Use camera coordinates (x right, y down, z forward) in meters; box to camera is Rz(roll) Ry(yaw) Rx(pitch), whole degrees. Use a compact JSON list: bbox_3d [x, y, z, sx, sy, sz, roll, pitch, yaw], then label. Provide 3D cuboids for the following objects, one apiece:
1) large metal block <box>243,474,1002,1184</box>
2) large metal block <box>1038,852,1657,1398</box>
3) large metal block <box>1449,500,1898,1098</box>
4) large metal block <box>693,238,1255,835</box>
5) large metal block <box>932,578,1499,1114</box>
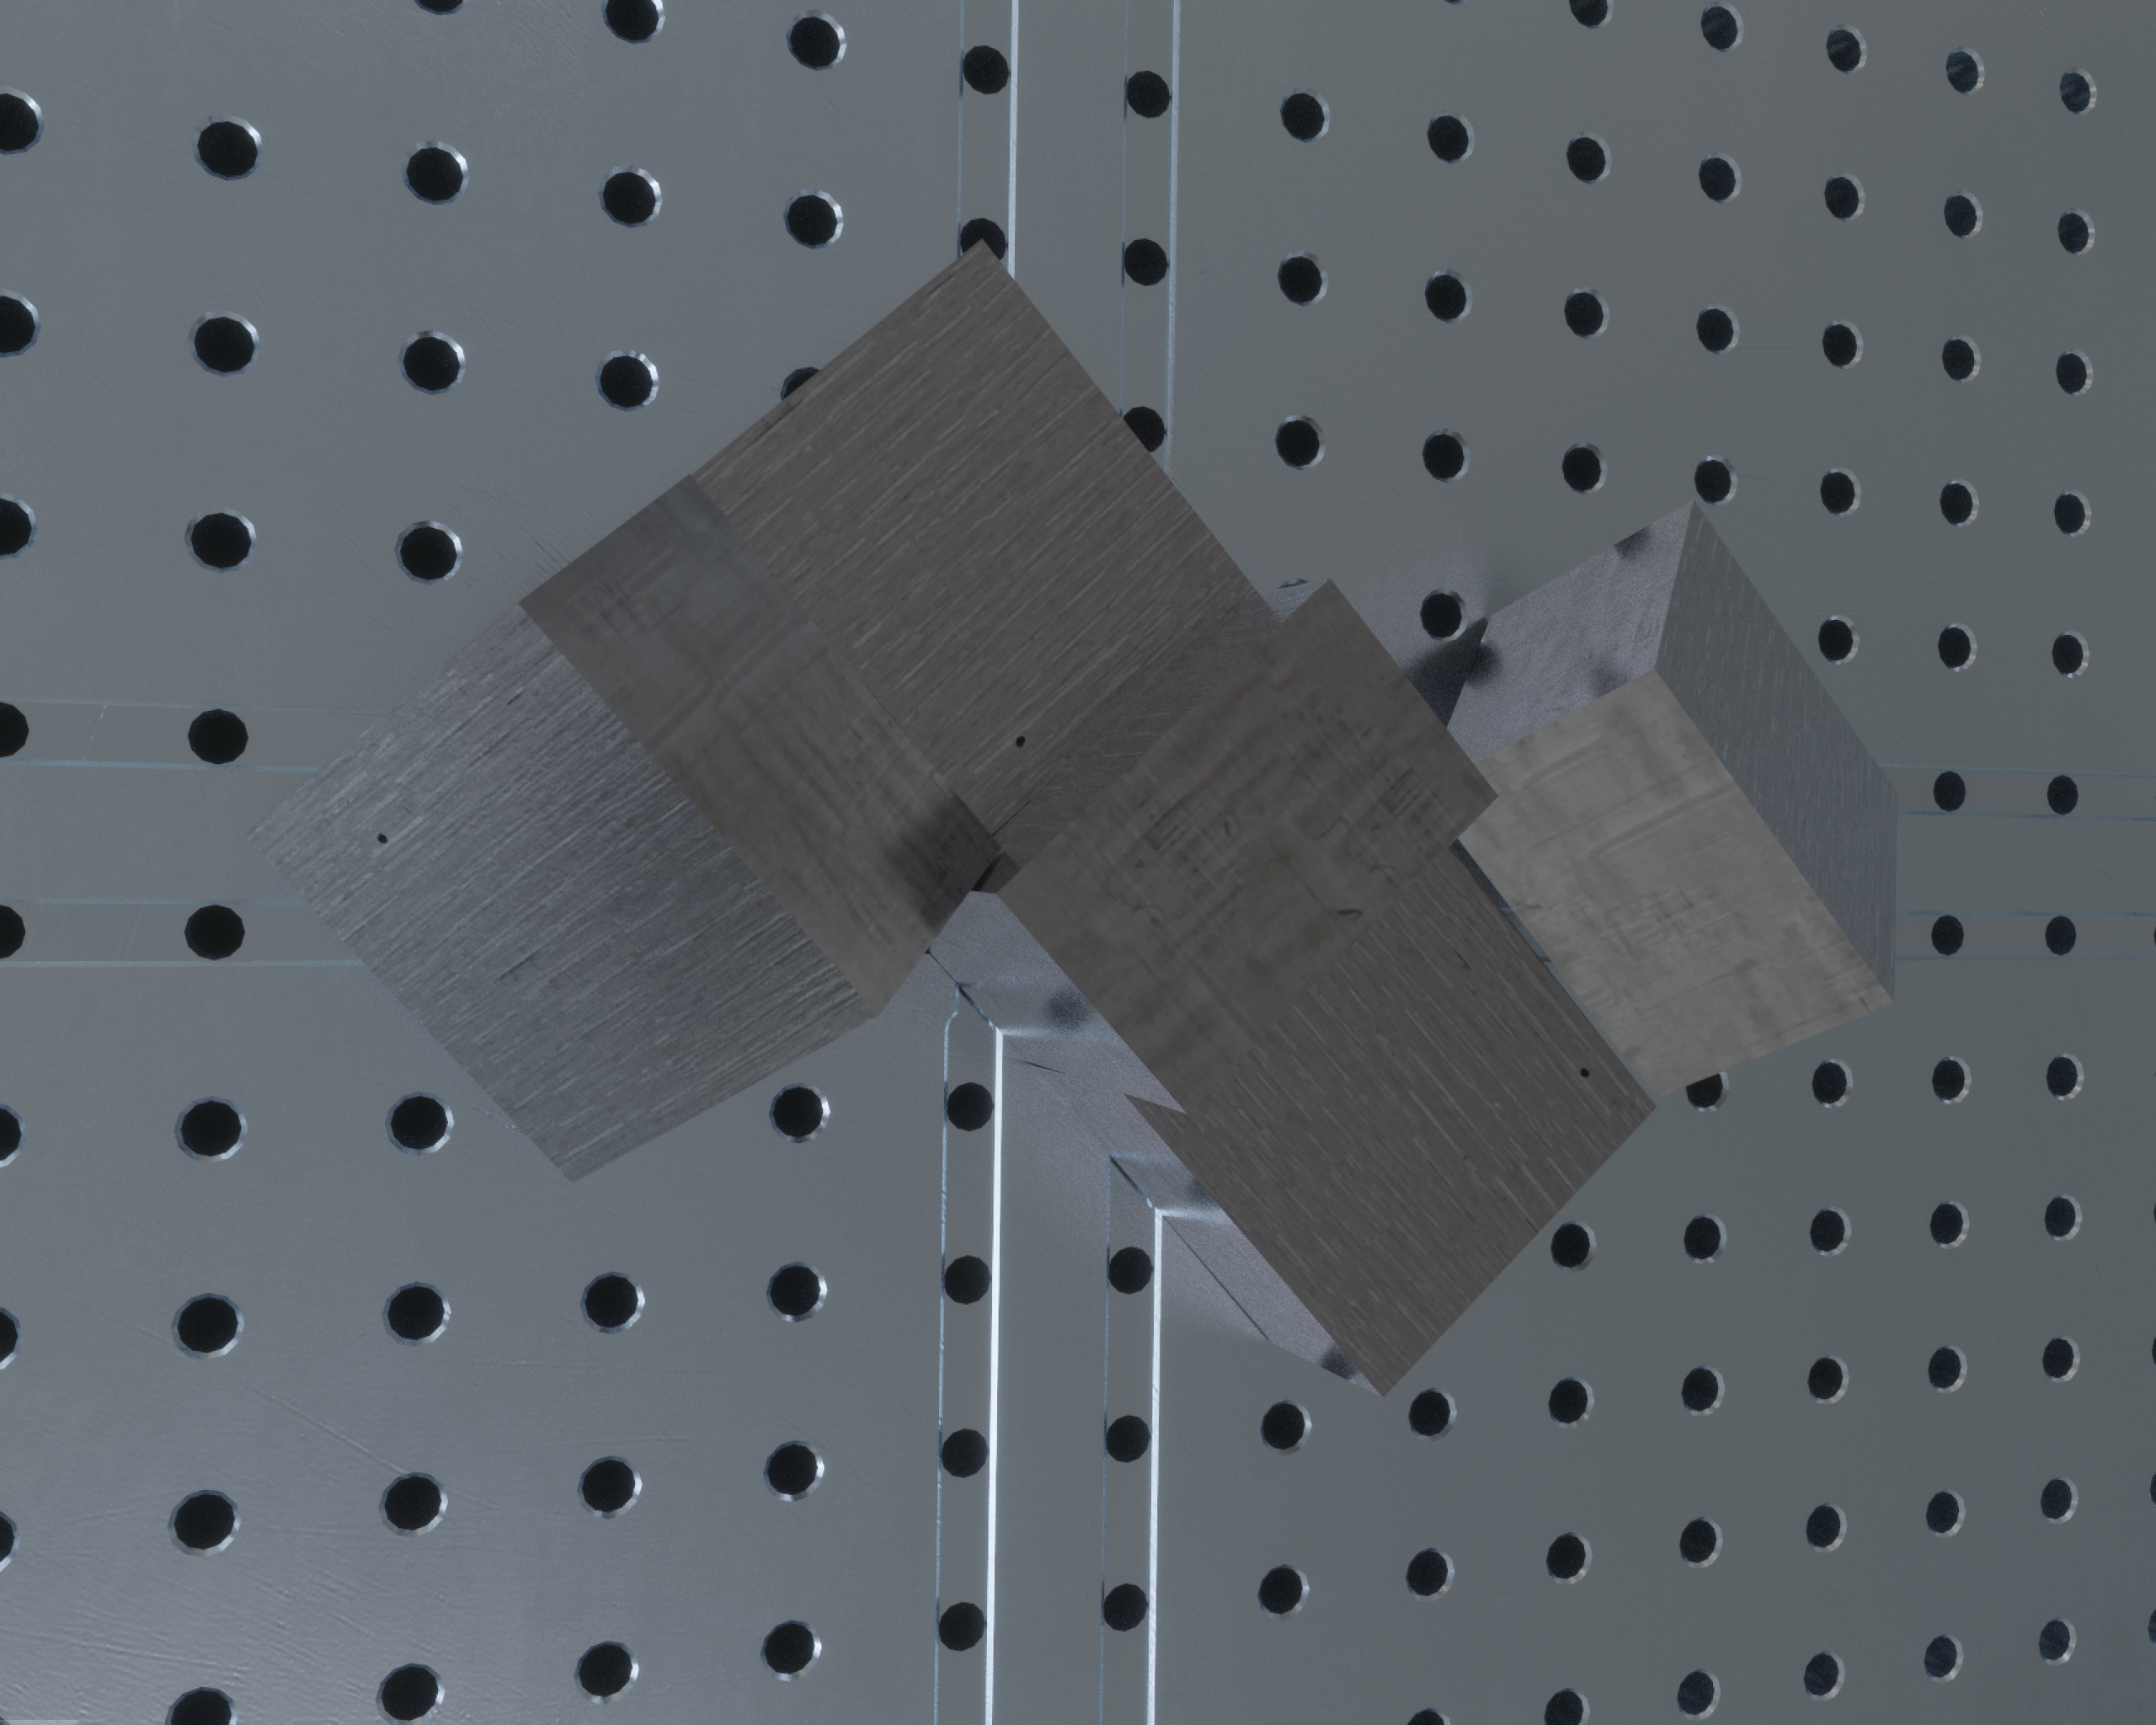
[{"bbox_3d":[-0.075,-0.004,0.348,0.080,0.080,0.050,51,36,-13],"label":"large metal block"},{"bbox_3d":[0.053,0.045,0.418,0.080,0.050,0.080,-43,102,-15],"label":"large metal block"},{"bbox_3d":[0.121,-0.014,0.421,0.080,0.050,0.080,51,35,-14],"label":"large metal block"},{"bbox_3d":[-0.029,-0.054,0.388,0.080,0.050,0.080,-43,104,-14],"label":"large metal block"},{"bbox_3d":[0.016,-0.004,0.389,0.080,0.080,0.050,-44,105,-15],"label":"large metal block"}]
